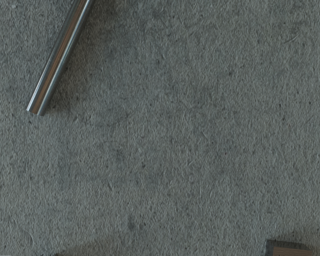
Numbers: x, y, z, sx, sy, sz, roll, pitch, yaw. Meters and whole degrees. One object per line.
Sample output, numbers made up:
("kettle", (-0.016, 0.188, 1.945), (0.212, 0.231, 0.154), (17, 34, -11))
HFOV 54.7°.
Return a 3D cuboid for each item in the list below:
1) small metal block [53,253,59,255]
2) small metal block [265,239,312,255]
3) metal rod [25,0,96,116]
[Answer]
("small metal block", (-0.137, 0.198, 0.396), (0.025, 0.050, 0.050), (-34, 90, 0))
("small metal block", (0.169, 0.181, 0.412), (0.050, 0.025, 0.050), (7, 90, -1))
("metal rod", (-0.104, -0.157, 0.408), (0.025, 0.025, 0.299), (24, 90, -1))
